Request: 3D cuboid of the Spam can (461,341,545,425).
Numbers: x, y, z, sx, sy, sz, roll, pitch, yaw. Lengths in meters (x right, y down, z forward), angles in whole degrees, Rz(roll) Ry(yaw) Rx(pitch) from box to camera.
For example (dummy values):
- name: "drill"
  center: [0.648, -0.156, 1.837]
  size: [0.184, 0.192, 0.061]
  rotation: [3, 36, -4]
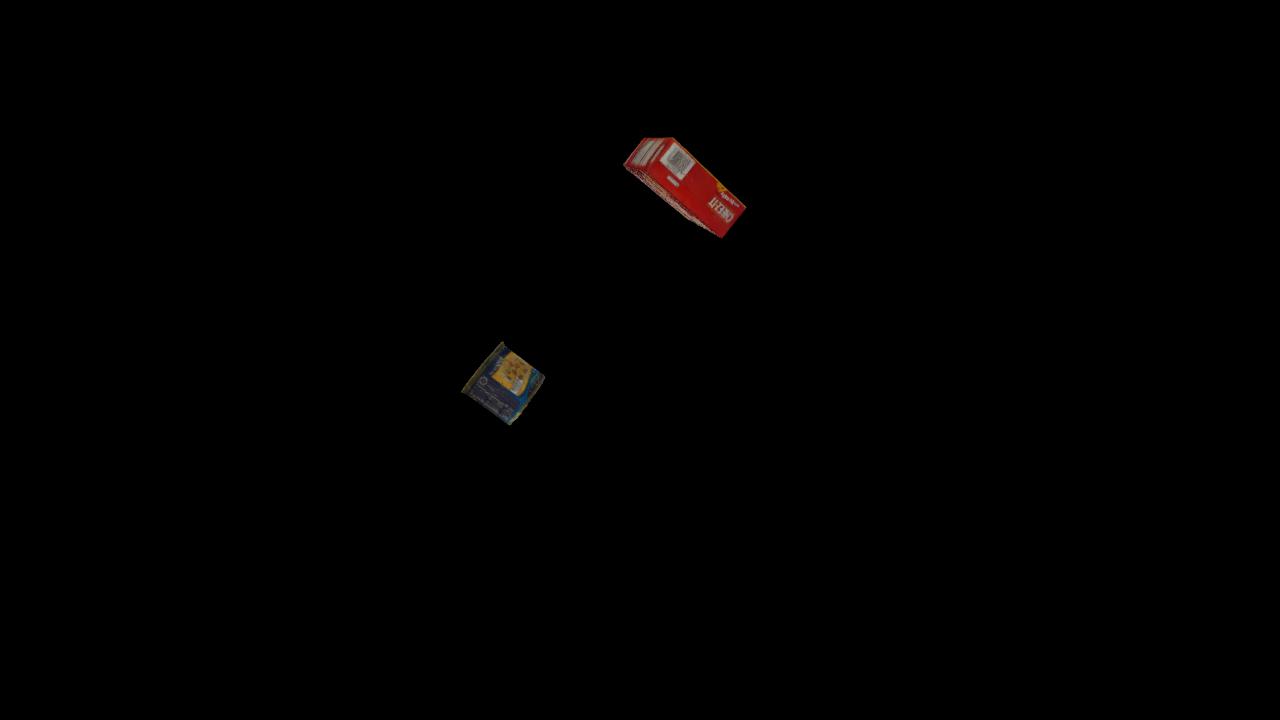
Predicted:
- name: "Spam can"
  center: [-0.194, 0.034, 0.890]
  size: [0.085, 0.058, 0.101]
  rotation: [38, 31, -9]

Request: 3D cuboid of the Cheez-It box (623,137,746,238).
- name: "Cheez-It box"
  center: [0.068, -0.297, 1.039]
  size: [0.166, 0.071, 0.223]
  rotation: [36, 10, -21]
